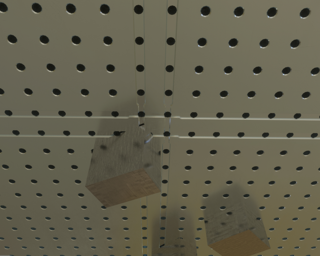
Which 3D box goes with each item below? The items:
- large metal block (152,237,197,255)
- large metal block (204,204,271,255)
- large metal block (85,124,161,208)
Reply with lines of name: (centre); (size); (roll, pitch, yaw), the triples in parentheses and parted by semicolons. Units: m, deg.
large metal block: (0.029, 0.278, 0.613); (0.050, 0.080, 0.080); (37, 121, -27)
large metal block: (0.139, 0.193, 0.562); (0.080, 0.050, 0.080); (-31, 124, 23)
large metal block: (-0.046, 0.051, 0.418); (0.080, 0.080, 0.050); (-19, 128, 15)
